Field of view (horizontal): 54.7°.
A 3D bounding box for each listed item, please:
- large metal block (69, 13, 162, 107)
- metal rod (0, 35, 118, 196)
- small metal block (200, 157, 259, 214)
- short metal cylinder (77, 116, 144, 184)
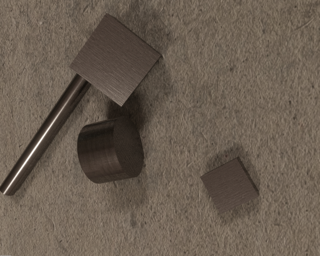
[{"bbox_3d":[-0.054,-0.087,0.400,0.080,0.050,0.080,38,103,-6],"label":"large metal block"},{"bbox_3d":[-0.153,-0.016,0.461,0.025,0.025,0.299,41,102,15],"label":"metal rod"},{"bbox_3d":[0.085,0.069,0.379,0.050,0.025,0.050,-31,80,17],"label":"small metal block"},{"bbox_3d":[-0.061,0.028,0.400,0.050,0.080,0.080,-13,86,19],"label":"short metal cylinder"}]
